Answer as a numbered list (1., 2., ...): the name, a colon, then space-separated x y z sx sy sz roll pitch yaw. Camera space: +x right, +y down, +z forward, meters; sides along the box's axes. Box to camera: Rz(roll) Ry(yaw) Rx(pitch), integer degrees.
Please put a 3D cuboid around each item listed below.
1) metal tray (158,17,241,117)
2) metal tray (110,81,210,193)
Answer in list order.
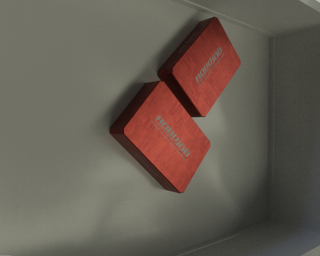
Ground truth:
1. metal tray: 0.063 -0.090 0.459 0.090 0.030 0.130 52 59 -28
2. metal tray: 0.006 0.014 0.411 0.130 0.030 0.090 50 61 -29
